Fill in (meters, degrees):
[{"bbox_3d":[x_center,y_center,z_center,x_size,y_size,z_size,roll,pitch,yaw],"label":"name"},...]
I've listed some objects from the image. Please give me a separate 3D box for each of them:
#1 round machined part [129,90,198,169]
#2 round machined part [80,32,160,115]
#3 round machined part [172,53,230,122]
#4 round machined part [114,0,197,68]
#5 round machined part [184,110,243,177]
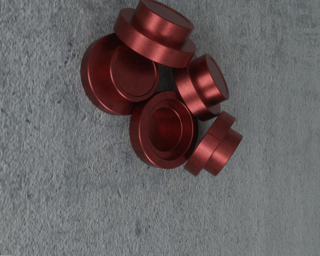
[{"bbox_3d":[0.000,0.002,0.397,0.099,0.042,0.097,0,90,-40],"label":"round machined part"},{"bbox_3d":[-0.040,-0.064,0.365,0.099,0.042,0.097,0,90,-40],"label":"round machined part"},{"bbox_3d":[0.060,-0.061,0.419,0.098,0.042,0.098,44,33,-38],"label":"round machined part"},{"bbox_3d":[0.000,-0.115,0.359,0.099,0.098,0.042,1,131,-40],"label":"round machined part"},{"bbox_3d":[0.078,0.028,0.427,0.042,0.098,0.098,34,62,9],"label":"round machined part"}]
